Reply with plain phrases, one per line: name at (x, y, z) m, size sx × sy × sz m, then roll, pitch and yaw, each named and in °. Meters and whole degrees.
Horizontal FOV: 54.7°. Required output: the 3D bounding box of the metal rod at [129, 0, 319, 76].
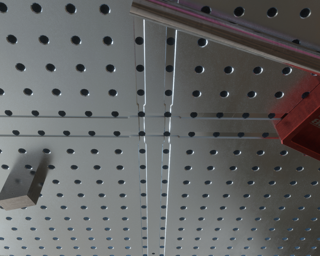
metal rod at (0.116, -0.089, 0.337) m, size 0.302 × 0.025 × 0.025 m, roll 14°, pitch 129°, yaw -12°

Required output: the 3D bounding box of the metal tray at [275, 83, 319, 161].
metal tray at (0.236, 0.004, 0.414) m, size 0.131 × 0.030 × 0.089 m, roll 22°, pitch 127°, yaw -19°

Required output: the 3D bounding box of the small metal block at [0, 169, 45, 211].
small metal block at (-0.211, 0.094, 0.472) m, size 0.050 × 0.050 × 0.025 m, roll -13°, pitch 129°, yaw 10°
